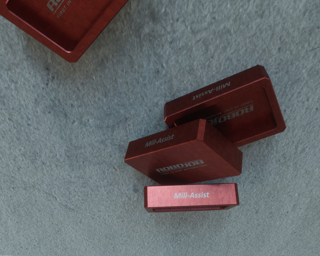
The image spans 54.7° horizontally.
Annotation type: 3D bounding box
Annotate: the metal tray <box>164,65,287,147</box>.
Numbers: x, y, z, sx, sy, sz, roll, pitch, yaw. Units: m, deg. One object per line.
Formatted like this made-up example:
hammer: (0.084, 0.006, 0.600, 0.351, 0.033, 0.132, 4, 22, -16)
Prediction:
metal tray: (0.082, -0.014, 0.393, 0.130, 0.030, 0.090, -22, 127, 17)

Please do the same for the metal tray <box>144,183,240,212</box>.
metal tray: (0.044, 0.107, 0.467, 0.131, 0.030, 0.090, -2, 161, 0)

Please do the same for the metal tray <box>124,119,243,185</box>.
metal tray: (0.029, 0.039, 0.406, 0.130, 0.030, 0.090, -19, 136, 40)

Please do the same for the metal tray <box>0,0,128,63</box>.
metal tray: (-0.081, -0.134, 0.288, 0.090, 0.030, 0.130, 35, 122, -27)
